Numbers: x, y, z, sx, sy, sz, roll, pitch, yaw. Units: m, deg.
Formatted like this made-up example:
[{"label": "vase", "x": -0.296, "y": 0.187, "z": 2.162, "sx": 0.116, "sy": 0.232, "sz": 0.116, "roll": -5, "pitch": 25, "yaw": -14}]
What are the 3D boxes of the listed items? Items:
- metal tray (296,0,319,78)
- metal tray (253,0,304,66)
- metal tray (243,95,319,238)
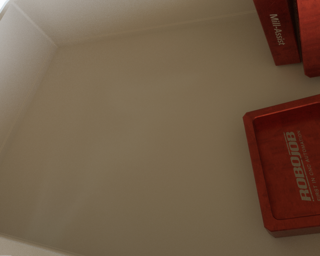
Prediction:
[{"label": "metal tray", "x": 0.189, "y": -0.123, "z": 0.315, "sx": 0.090, "sy": 0.129, "sz": 0.030, "roll": -8, "pitch": 29, "yaw": 24}, {"label": "metal tray", "x": 0.138, "y": -0.145, "z": 0.354, "sx": 0.030, "sy": 0.130, "sz": 0.090, "roll": -2, "pitch": 61, "yaw": 32}, {"label": "metal tray", "x": 0.140, "y": 0.035, "z": 0.307, "sx": 0.090, "sy": 0.030, "sz": 0.130, "roll": -14, "pitch": 56, "yaw": 20}]
